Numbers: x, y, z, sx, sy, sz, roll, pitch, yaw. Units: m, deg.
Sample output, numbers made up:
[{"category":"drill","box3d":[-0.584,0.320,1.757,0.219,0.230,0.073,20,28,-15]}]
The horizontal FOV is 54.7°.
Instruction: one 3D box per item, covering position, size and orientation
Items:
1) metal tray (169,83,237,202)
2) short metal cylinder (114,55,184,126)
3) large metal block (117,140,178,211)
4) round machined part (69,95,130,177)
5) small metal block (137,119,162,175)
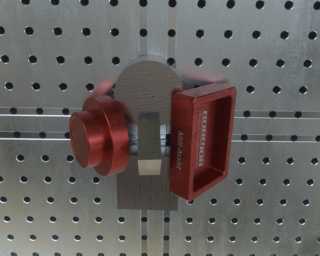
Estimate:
[{"category":"metal tray","box3d":[0.054,0.015,0.386,0.030,0.091,0.129,19,116,39]},{"category":"short metal cylinder","box3d":[-0.013,-0.046,0.382,0.081,0.050,0.079,0,110,0]},{"category":"large metal block","box3d":[-0.015,0.063,0.423,0.081,0.050,0.079,2,110,-1]},{"category":"round machined part","box3d":[-0.078,0.012,0.374,0.042,0.098,0.097,-11,114,-32]},{"category":"small metal block","box3d":[-0.013,0.023,0.363,0.025,0.050,0.050,-1,152,-3]}]
